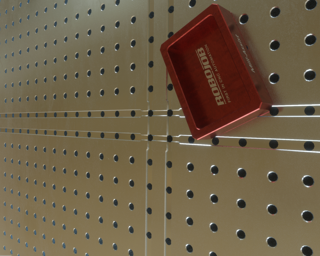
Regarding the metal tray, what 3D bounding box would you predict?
[{"bbox_3d":[0.059,-0.062,0.357,0.090,0.030,0.130,-30,71,36],"label":"metal tray"}]
